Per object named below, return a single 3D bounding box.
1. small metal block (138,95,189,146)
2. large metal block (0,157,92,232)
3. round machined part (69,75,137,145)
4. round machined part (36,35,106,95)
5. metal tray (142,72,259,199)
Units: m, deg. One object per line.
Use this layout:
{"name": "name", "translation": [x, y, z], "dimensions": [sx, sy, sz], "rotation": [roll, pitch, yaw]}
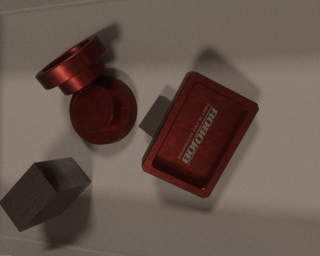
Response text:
{"name": "small metal block", "translation": [0.009, -0.007, 0.407], "dimensions": [0.050, 0.025, 0.050], "rotation": [38, 102, 15]}
{"name": "large metal block", "translation": [-0.158, 0.090, 0.435], "dimensions": [0.080, 0.080, 0.050], "rotation": [-46, 76, 14]}
{"name": "round machined part", "translation": [-0.085, -0.025, 0.430], "dimensions": [0.098, 0.042, 0.097], "rotation": [0, 90, 19]}
{"name": "round machined part", "translation": [-0.114, -0.081, 0.421], "dimensions": [0.098, 0.098, 0.042], "rotation": [-25, 117, 18]}
{"name": "metal tray", "translation": [0.046, 0.009, 0.372], "dimensions": [0.090, 0.030, 0.129], "rotation": [26, 99, -7]}
